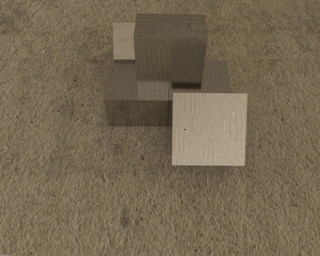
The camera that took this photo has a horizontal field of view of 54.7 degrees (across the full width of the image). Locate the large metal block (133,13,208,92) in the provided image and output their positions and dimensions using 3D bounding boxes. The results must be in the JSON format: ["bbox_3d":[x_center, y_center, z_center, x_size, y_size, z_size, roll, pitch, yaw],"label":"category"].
[{"bbox_3d":[0.012,-0.090,0.381,0.081,0.080,0.050,1,50,0],"label":"large metal block"}]

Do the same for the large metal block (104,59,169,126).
[{"bbox_3d":[-0.029,-0.049,0.427,0.081,0.050,0.080,1,50,0],"label":"large metal block"}]

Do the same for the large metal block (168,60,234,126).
[{"bbox_3d":[0.052,-0.049,0.428,0.081,0.050,0.080,1,50,0],"label":"large metal block"}]

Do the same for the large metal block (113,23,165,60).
[{"bbox_3d":[-0.024,-0.124,0.465,0.081,0.050,0.080,0,6,0],"label":"large metal block"}]

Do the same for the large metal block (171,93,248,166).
[{"bbox_3d":[0.054,-0.001,0.362,0.081,0.079,0.050,1,6,0],"label":"large metal block"}]
